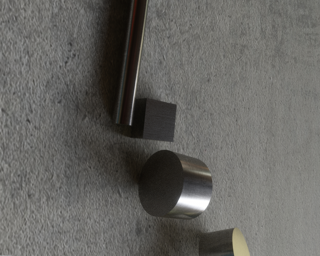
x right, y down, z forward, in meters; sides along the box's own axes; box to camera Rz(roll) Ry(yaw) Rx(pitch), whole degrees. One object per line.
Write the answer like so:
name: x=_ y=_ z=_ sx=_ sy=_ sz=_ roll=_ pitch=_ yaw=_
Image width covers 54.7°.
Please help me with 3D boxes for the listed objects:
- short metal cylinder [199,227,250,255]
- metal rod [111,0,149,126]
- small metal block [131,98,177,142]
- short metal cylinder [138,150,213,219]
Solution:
short metal cylinder: x=0.096 y=0.190 z=0.451 sx=0.080 sy=0.050 sz=0.080 roll=46 pitch=33 yaw=-43
metal rod: x=-0.027 y=-0.151 z=0.383 sx=0.025 sy=0.025 sz=0.298 roll=12 pitch=83 yaw=-40
small metal block: x=-0.007 y=-0.009 z=0.401 sx=0.050 sy=0.025 sz=0.050 roll=9 pitch=84 yaw=-40
short metal cylinder: x=0.018 y=0.071 z=0.386 sx=0.050 sy=0.080 sz=0.080 roll=20 pitch=78 yaw=-39
